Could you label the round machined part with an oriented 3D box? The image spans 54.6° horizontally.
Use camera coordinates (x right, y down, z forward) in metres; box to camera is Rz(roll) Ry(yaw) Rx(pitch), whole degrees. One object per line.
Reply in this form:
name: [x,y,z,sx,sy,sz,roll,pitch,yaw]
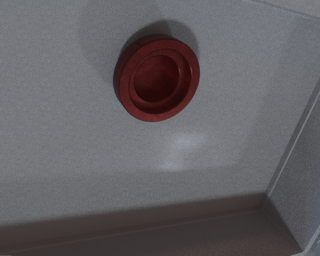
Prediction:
round machined part: [-0.007,-0.059,0.356,0.099,0.042,0.097,-14,124,-21]
